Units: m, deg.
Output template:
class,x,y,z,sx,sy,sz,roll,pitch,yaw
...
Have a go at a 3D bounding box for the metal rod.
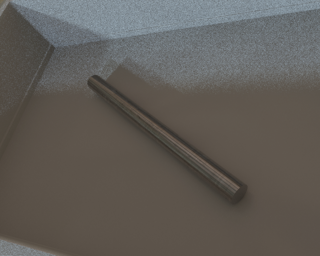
class,x,y,z,sx,sy,sz,roll,pitch,yaw
metal rod,-0.012,-0.003,0.410,0.025,0.025,0.300,-48,52,-6
